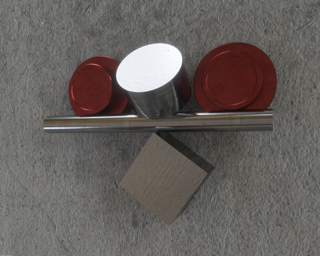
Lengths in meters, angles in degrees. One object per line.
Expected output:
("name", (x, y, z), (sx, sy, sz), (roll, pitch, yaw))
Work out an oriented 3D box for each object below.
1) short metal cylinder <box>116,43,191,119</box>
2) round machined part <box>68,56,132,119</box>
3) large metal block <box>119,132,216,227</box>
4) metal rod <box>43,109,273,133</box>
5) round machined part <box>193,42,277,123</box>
("short metal cylinder", (-0.006, -0.057, 0.379), (0.080, 0.050, 0.080), (-10, 52, 13))
("round machined part", (-0.086, -0.052, 0.431), (0.098, 0.042, 0.097), (0, 90, 20))
("large metal block", (0.010, 0.060, 0.391), (0.080, 0.050, 0.080), (37, 102, 16))
("metal rod", (-0.017, -0.007, 0.393), (0.301, 0.025, 0.025), (-1, 90, 19))
("round machined part", (0.088, -0.054, 0.370), (0.098, 0.042, 0.097), (0, 90, 20))
